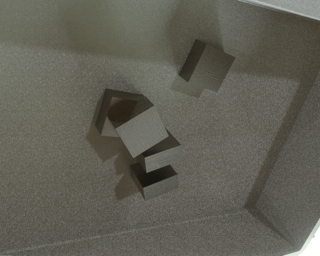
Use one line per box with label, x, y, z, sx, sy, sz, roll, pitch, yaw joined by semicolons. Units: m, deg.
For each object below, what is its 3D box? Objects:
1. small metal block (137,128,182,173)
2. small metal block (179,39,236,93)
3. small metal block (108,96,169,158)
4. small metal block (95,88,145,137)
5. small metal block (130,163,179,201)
small metal block;-0.006;0.027;0.408;0.050;0.050;0.025;-18;126;-19
small metal block;0.060;-0.078;0.395;0.050;0.025;0.050;13;112;-34
small metal block;-0.024;-0.001;0.364;0.050;0.025;0.050;-32;129;-8
small metal block;-0.045;-0.016;0.375;0.050;0.025;0.050;6;115;-32
small metal block;-0.008;0.068;0.432;0.050;0.050;0.025;-19;126;-18
